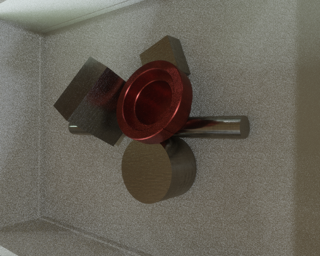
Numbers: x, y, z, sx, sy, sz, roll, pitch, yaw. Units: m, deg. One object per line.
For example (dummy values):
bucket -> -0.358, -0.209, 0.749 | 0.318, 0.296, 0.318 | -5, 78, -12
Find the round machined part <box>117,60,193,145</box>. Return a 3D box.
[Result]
round machined part -> -0.002, -0.027, 0.369 | 0.098, 0.042, 0.098 | -16, 63, 34

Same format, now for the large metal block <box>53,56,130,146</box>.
large metal block -> -0.077, -0.034, 0.411 | 0.080, 0.080, 0.050 | -54, 44, 0

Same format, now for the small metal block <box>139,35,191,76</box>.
small metal block -> 0.006, -0.082, 0.399 | 0.050, 0.025, 0.050 | -26, 74, 36

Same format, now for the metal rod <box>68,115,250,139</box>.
metal rod -> -0.026, -0.001, 0.422 | 0.300, 0.025, 0.025 | 0, 90, 39

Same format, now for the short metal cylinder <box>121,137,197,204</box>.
short metal cylinder -> -0.002, 0.050, 0.387 | 0.080, 0.050, 0.079 | 0, 90, 39
